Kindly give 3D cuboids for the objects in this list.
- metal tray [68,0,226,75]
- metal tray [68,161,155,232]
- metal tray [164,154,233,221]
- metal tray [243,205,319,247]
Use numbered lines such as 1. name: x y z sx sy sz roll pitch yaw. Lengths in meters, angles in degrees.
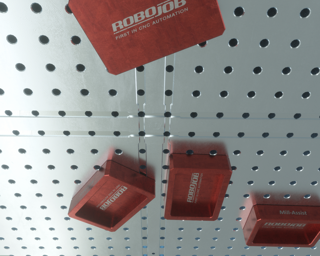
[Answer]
1. metal tray: -0.011 -0.116 0.310 0.130 0.030 0.090 -18 128 14
2. metal tray: -0.079 0.116 0.505 0.090 0.030 0.129 29 124 -23
3. metal tray: 0.055 0.098 0.492 0.091 0.030 0.129 2 130 -3
4. metal tray: 0.228 0.181 0.565 0.131 0.030 0.089 2 130 -3
